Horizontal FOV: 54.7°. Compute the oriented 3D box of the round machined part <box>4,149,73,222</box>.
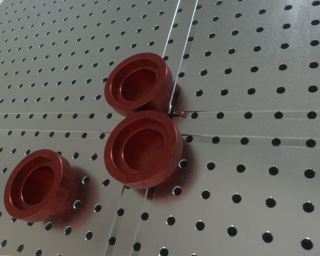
[{"bbox_3d":[-0.162,0.082,0.430,0.098,0.042,0.098,-13,56,20],"label":"round machined part"}]

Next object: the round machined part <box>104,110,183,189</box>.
[{"bbox_3d":[-0.017,0.030,0.387,0.098,0.042,0.098,-13,56,20],"label":"round machined part"}]

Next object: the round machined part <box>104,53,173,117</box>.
[{"bbox_3d":[-0.027,-0.057,0.445,0.098,0.042,0.098,-13,56,20],"label":"round machined part"}]
